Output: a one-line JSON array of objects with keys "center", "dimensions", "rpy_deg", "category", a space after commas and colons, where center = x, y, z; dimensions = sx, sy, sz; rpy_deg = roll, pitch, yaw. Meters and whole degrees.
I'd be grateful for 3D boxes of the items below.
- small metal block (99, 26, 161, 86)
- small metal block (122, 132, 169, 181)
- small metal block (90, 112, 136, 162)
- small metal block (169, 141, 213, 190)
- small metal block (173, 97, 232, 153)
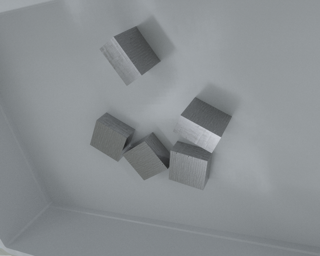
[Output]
[{"center": [-0.033, -0.084, 0.357], "dimensions": [0.025, 0.050, 0.050], "rpy_deg": [-28, 103, 37], "category": "small metal block"}, {"center": [-0.017, 0.041, 0.441], "dimensions": [0.050, 0.025, 0.050], "rpy_deg": [-32, 101, 38], "category": "small metal block"}, {"center": [-0.070, 0.014, 0.452], "dimensions": [0.050, 0.025, 0.050], "rpy_deg": [30, 128, 8], "category": "small metal block"}, {"center": [0.041, 0.050, 0.417], "dimensions": [0.050, 0.025, 0.050], "rpy_deg": [15, 125, 19], "category": "small metal block"}, {"center": [0.050, -0.005, 0.362], "dimensions": [0.050, 0.050, 0.025], "rpy_deg": [29, 128, 9], "category": "small metal block"}]
